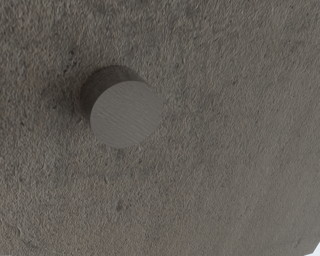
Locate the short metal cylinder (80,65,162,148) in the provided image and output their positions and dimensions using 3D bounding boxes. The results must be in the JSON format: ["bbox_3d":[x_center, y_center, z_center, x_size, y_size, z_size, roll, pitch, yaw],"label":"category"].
[{"bbox_3d":[-0.045,-0.025,0.350,0.081,0.050,0.080,-14,124,-21],"label":"short metal cylinder"}]
